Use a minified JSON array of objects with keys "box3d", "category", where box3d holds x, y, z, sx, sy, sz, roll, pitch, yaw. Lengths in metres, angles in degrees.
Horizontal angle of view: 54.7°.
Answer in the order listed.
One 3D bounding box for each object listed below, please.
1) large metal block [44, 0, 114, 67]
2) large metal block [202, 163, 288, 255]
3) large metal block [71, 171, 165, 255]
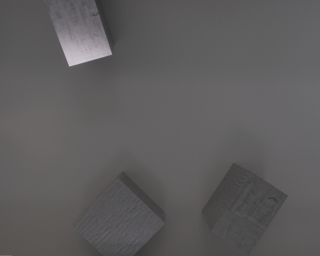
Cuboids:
[{"box3d":[-0.092,-0.126,0.371,0.050,0.080,0.080,-16,113,0],"category":"large metal block"},{"box3d":[0.100,0.095,0.385,0.050,0.080,0.080,33,90,0],"category":"large metal block"},{"box3d":[-0.050,0.116,0.398,0.080,0.050,0.080,44,90,0],"category":"large metal block"}]
